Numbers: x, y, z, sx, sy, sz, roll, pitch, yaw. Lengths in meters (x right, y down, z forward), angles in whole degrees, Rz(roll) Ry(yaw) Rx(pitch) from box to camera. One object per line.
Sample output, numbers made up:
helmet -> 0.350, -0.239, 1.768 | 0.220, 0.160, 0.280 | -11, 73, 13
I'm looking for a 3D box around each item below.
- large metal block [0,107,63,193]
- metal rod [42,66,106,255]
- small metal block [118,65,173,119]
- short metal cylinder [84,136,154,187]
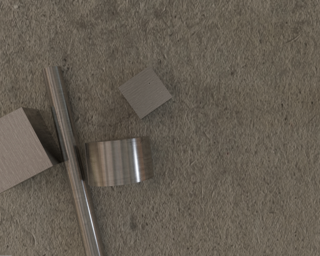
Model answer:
large metal block -> -0.183, 0.028, 0.396 | 0.080, 0.050, 0.080 | -28, 90, 0
metal rod -> -0.109, 0.067, 0.408 | 0.025, 0.025, 0.298 | -13, 90, 0
small metal block -> -0.019, -0.046, 0.410 | 0.050, 0.025, 0.050 | -35, 90, 0
short metal cylinder -> -0.050, 0.039, 0.382 | 0.080, 0.080, 0.050 | -6, 90, 0
